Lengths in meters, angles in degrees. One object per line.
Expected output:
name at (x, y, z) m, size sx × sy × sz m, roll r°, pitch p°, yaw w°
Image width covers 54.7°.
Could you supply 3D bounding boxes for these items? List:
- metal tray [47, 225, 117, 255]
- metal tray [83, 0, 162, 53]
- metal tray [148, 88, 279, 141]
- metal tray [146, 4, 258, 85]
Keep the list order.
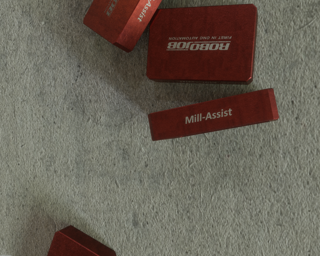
metal tray at (-0.127, 0.222, 0.451) m, size 0.090 × 0.030 × 0.129 m, roll 23°, pitch 98°, yaw 18°
metal tray at (-0.039, -0.174, 0.403) m, size 0.090 × 0.030 × 0.129 m, roll 41°, pitch 104°, yaw 38°
metal tray at (0.063, -0.012, 0.351) m, size 0.130 × 0.090 × 0.030 m, roll -11°, pitch 87°, yaw 19°
metal tray at (0.051, -0.102, 0.388) m, size 0.130 × 0.030 × 0.089 m, roll 5°, pitch 92°, yaw 19°
